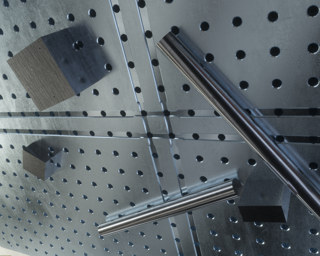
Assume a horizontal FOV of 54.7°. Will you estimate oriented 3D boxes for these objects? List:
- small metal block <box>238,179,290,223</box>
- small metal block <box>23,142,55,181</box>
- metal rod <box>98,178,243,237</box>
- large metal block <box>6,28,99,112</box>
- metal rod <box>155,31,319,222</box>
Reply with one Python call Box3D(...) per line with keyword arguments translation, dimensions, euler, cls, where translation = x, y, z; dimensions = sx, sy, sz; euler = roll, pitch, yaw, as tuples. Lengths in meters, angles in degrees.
Box3D(translation=(0.129, 0.089, 0.382), dimensions=(0.050, 0.050, 0.025), euler=(-10, 114, 32), cls="small metal block")
Box3D(translation=(-0.222, 0.062, 0.567), dimensions=(0.050, 0.025, 0.050), euler=(27, 128, 11), cls="small metal block")
Box3D(translation=(-0.002, 0.135, 0.496), dimensions=(0.299, 0.025, 0.025), euler=(-29, 103, 37), cls="metal rod")
Box3D(translation=(-0.146, -0.078, 0.424), dimensions=(0.080, 0.050, 0.080), euler=(-17, 110, 35), cls="large metal block")
Box3D(translation=(0.108, 0.008, 0.358), dimensions=(0.300, 0.025, 0.025), euler=(46, 129, -4), cls="metal rod")
